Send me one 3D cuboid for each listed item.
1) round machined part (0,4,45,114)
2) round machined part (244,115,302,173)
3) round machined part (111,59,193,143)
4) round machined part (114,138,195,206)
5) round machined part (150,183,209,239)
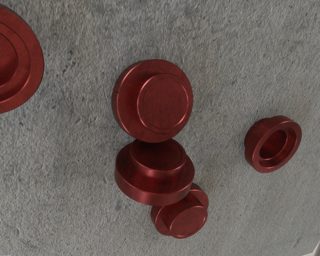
[{"bbox_3d":[-0.156,-0.063,0.271,0.099,0.042,0.097,-14,124,-21],"label":"round machined part"},{"bbox_3d":[0.178,0.022,0.507,0.099,0.042,0.097,-14,124,-21],"label":"round machined part"},{"bbox_3d":[-0.003,-0.030,0.357,0.099,0.042,0.097,-6,102,-26],"label":"round machined part"},{"bbox_3d":[-0.005,0.044,0.381,0.099,0.098,0.042,-7,129,-25],"label":"round machined part"},{"bbox_3d":[0.038,0.140,0.503,0.099,0.042,0.097,-14,124,-21],"label":"round machined part"}]
